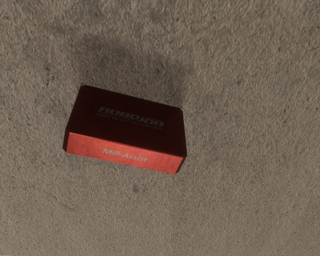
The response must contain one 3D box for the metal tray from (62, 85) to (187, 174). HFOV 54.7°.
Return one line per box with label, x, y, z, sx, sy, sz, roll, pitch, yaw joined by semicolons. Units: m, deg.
metal tray;-0.037;0.000;0.363;0.131;0.090;0.030;13;129;-12
